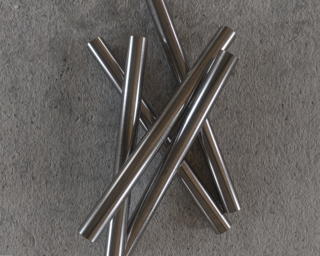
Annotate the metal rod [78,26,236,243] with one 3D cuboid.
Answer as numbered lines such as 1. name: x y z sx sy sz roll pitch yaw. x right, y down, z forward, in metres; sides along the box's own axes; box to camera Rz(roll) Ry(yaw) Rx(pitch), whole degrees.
1. metal rod: 0.003 -0.001 0.371 0.025 0.025 0.300 35 79 0

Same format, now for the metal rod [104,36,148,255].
1. metal rod: -0.043 0.038 0.383 0.025 0.025 0.298 6 90 0

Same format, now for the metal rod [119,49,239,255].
1. metal rod: 0.013 0.045 0.385 0.025 0.025 0.299 28 100 0

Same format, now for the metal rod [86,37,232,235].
1. metal rod: -0.001 0.010 0.409 0.025 0.025 0.299 -35 90 0

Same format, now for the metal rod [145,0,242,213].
1. metal rod: 0.044 -0.032 0.410 0.025 0.025 0.299 -20 90 0
